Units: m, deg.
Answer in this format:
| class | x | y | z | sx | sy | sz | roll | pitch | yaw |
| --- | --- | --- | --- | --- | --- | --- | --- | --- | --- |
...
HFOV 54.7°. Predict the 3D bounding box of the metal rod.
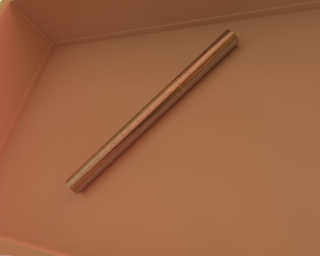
| class | x | y | z | sx | sy | sz | roll | pitch | yaw |
| --- | --- | --- | --- | --- | --- | --- | --- | --- | --- |
| metal rod | -0.009 | -0.024 | 0.423 | 0.300 | 0.025 | 0.025 | -43 | 51 | -2 |
